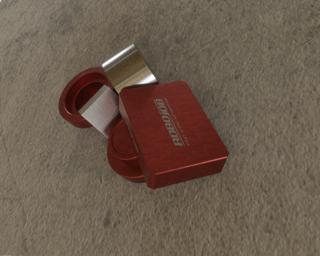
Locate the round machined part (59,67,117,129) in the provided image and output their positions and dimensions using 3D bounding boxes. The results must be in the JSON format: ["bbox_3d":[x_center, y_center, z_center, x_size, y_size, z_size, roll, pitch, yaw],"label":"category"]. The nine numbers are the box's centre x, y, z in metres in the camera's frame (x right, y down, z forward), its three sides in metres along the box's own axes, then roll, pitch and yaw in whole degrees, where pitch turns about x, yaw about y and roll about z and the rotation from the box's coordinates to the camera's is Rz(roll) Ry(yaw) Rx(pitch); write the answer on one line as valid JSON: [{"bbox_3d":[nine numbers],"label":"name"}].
[{"bbox_3d":[-0.100,-0.042,0.471,0.098,0.042,0.098,-13,56,20],"label":"round machined part"}]

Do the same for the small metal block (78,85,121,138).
[{"bbox_3d":[-0.071,-0.022,0.415,0.050,0.050,0.025,-47,27,-6],"label":"small metal block"}]

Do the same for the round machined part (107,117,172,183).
[{"bbox_3d":[-0.026,0.017,0.396,0.098,0.042,0.098,-13,56,20],"label":"round machined part"}]

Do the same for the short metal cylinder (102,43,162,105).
[{"bbox_3d":[-0.035,-0.070,0.431,0.050,0.080,0.080,-33,52,7],"label":"short metal cylinder"}]

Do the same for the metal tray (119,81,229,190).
[{"bbox_3d":[0.011,0.001,0.366,0.091,0.030,0.130,-11,50,-17],"label":"metal tray"}]
